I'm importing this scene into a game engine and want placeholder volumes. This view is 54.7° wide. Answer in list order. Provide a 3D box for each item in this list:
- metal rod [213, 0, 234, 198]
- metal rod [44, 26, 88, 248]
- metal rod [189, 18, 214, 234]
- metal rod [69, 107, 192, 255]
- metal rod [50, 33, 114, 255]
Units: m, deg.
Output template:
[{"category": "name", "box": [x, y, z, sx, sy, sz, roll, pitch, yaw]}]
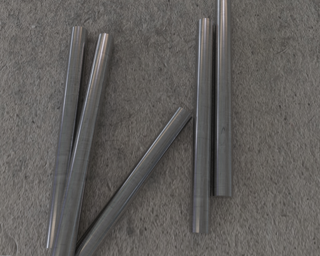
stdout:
[{"category": "metal rod", "box": [0.087, -0.056, 0.428, 0.025, 0.025, 0.299, 4, 70, 1]}, {"category": "metal rod", "box": [-0.120, -0.003, 0.408, 0.025, 0.025, 0.299, 0, 70, 0]}, {"category": "metal rod", "box": [0.057, -0.017, 0.414, 0.025, 0.025, 0.299, 4, 70, 1]}, {"category": "metal rod", "box": [-0.053, 0.096, 0.372, 0.025, 0.025, 0.300, 33, 73, 11]}, {"category": "metal rod", "box": [-0.093, 0.005, 0.393, 0.025, 0.025, 0.299, 5, 66, 2]}]
